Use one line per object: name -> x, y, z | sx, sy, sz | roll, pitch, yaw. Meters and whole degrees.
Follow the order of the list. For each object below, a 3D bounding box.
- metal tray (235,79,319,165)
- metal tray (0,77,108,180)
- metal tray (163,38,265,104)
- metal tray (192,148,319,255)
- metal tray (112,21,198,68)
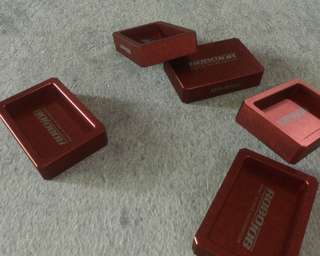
metal tray -> 0.172, -0.015, 0.395 | 0.131, 0.030, 0.090 | -22, 52, -35
metal tray -> -0.141, -0.005, 0.402 | 0.091, 0.030, 0.130 | -33, 58, -25
metal tray -> 0.080, -0.091, 0.478 | 0.131, 0.030, 0.090 | -15, 52, -13
metal tray -> 0.102, 0.091, 0.325 | 0.090, 0.030, 0.130 | 24, 54, 18
metal tray -> -0.012, -0.134, 0.482 | 0.091, 0.030, 0.130 | -20, 31, -16
